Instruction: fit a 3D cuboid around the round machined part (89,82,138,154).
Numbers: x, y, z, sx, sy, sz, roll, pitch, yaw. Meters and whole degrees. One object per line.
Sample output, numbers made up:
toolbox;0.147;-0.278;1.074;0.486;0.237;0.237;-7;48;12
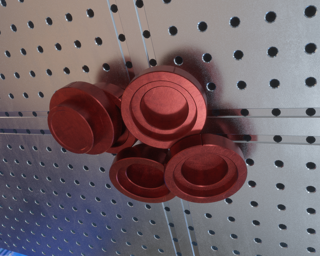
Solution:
round machined part;-0.065;-0.017;0.422;0.098;0.042;0.097;13;124;20

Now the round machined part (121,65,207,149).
round machined part;0.006;-0.027;0.367;0.099;0.042;0.097;4;119;7

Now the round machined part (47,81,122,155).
round machined part;-0.102;-0.006;0.393;0.098;0.042;0.097;13;124;20

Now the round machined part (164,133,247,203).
round machined part;0.054;0.045;0.383;0.099;0.042;0.097;1;127;1

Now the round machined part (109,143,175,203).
round machined part;-0.018;0.059;0.433;0.099;0.042;0.097;7;133;8
